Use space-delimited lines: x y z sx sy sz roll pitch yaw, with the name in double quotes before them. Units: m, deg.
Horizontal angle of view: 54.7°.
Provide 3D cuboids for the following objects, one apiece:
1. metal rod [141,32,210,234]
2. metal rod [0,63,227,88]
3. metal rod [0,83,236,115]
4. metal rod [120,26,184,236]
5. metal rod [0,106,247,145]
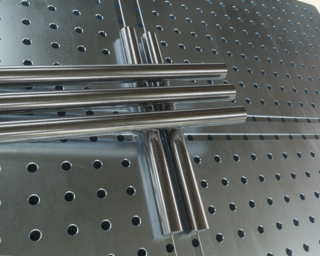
"metal rod" 0.014 -0.011 0.424 0.025 0.025 0.299 1 61 -28
"metal rod" -0.047 -0.070 0.400 0.303 0.025 0.025 -6 65 -22
"metal rod" -0.038 -0.038 0.386 0.303 0.025 0.025 -5 64 -22
"metal rod" -0.017 -0.014 0.409 0.025 0.025 0.299 1 61 -28
"metal rod" -0.029 -0.007 0.371 0.303 0.025 0.025 -5 64 -21
